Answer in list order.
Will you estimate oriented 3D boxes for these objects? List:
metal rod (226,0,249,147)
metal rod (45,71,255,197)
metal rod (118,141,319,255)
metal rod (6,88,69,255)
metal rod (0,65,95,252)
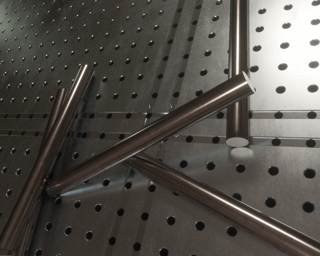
[{"bbox_3d":[0.107,-0.115,0.421,0.025,0.025,0.299,-6,59,25],"label":"metal rod"},{"bbox_3d":[-0.031,0.019,0.371,0.300,0.025,0.025,-29,51,25],"label":"metal rod"},{"bbox_3d":[0.055,0.077,0.331,0.300,0.025,0.025,23,74,36],"label":"metal rod"},{"bbox_3d":[-0.175,0.070,0.454,0.025,0.025,0.299,-8,58,24],"label":"metal rod"},{"bbox_3d":[-0.156,0.024,0.455,0.025,0.025,0.300,-3,55,26],"label":"metal rod"}]
